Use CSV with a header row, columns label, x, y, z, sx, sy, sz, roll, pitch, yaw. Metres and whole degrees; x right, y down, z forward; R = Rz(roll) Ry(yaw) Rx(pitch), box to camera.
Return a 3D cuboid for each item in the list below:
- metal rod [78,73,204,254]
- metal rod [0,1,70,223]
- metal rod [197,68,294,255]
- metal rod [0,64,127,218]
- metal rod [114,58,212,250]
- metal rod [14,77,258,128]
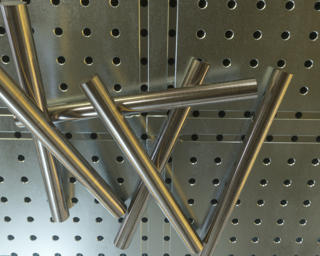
label,x,y,z,sx,sy,sz,roll,pitch,yaw
metal rod,-0.013,0.063,0.406,0.025,0.025,0.299,-26,116,9
metal rod,-0.146,0.004,0.384,0.025,0.025,0.298,0,121,0
metal rod,0.112,0.063,0.437,0.025,0.025,0.298,15,109,-6
metal rod,-0.122,0.019,0.371,0.025,0.025,0.299,-25,127,9
metal rod,-0.004,0.048,0.430,0.025,0.025,0.298,21,109,-8
metal rod,-0.037,-0.030,0.383,0.301,0.025,0.025,-6,110,9
